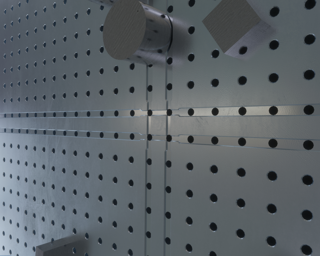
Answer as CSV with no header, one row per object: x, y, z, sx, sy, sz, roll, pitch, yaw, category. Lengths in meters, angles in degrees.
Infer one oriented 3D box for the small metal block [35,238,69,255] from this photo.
-0.193,0.232,0.552,0.025,0.050,0.050,10,96,39,small metal block

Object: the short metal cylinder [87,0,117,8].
-0.082,-0.225,0.461,0.080,0.050,0.079,0,90,40,short metal cylinder

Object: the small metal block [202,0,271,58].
0.083,-0.115,0.341,0.050,0.025,0.050,-41,65,32,small metal block

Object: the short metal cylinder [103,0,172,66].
-0.032,-0.128,0.419,0.080,0.050,0.079,0,90,40,short metal cylinder
